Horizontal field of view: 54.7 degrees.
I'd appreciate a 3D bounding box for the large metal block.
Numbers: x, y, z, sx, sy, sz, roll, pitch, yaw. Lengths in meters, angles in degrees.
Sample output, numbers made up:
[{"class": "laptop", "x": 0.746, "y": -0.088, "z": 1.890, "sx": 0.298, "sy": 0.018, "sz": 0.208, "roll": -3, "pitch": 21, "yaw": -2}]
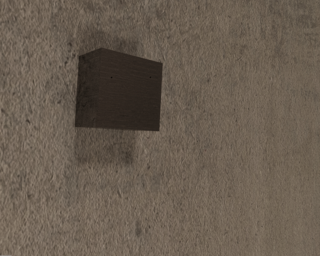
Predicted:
[{"class": "large metal block", "x": -0.046, "y": -0.038, "z": 0.352, "sx": 0.081, "sy": 0.050, "sz": 0.080, "roll": 5, "pitch": 87, "yaw": -40}]
